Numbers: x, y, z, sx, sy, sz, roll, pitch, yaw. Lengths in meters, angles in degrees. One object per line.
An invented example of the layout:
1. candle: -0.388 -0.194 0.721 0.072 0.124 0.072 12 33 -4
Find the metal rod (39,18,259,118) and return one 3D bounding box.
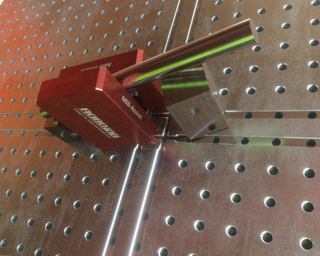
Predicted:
1. metal rod: -0.037 -0.058 0.365 0.300 0.025 0.025 -14 56 31

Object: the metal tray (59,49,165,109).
1. metal tray: -0.064 -0.056 0.432 0.130 0.090 0.030 -8 59 23

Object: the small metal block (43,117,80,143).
1. small metal block: -0.144 -0.012 0.472 0.025 0.050 0.050 -8 58 24

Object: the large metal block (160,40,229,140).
1. large metal block: 0.040 -0.044 0.377 0.050 0.080 0.080 -20 54 16

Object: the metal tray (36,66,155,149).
1. metal tray: -0.074 -0.018 0.389 0.090 0.130 0.030 -9 59 23
